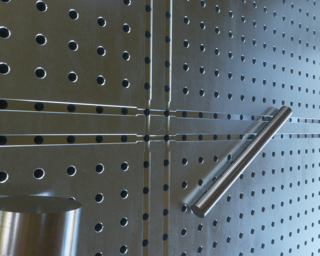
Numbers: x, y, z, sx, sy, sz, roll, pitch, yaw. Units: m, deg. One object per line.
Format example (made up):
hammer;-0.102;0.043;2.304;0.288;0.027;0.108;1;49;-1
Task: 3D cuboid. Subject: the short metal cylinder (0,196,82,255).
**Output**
short metal cylinder;-0.114;0.093;0.278;0.081;0.080;0.050;8;85;-40

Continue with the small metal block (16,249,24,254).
small metal block;-0.146;0.148;0.287;0.050;0.025;0.050;-17;101;-39

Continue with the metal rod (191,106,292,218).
metal rod;0.154;0.045;0.538;0.302;0.025;0.025;-38;114;-33
